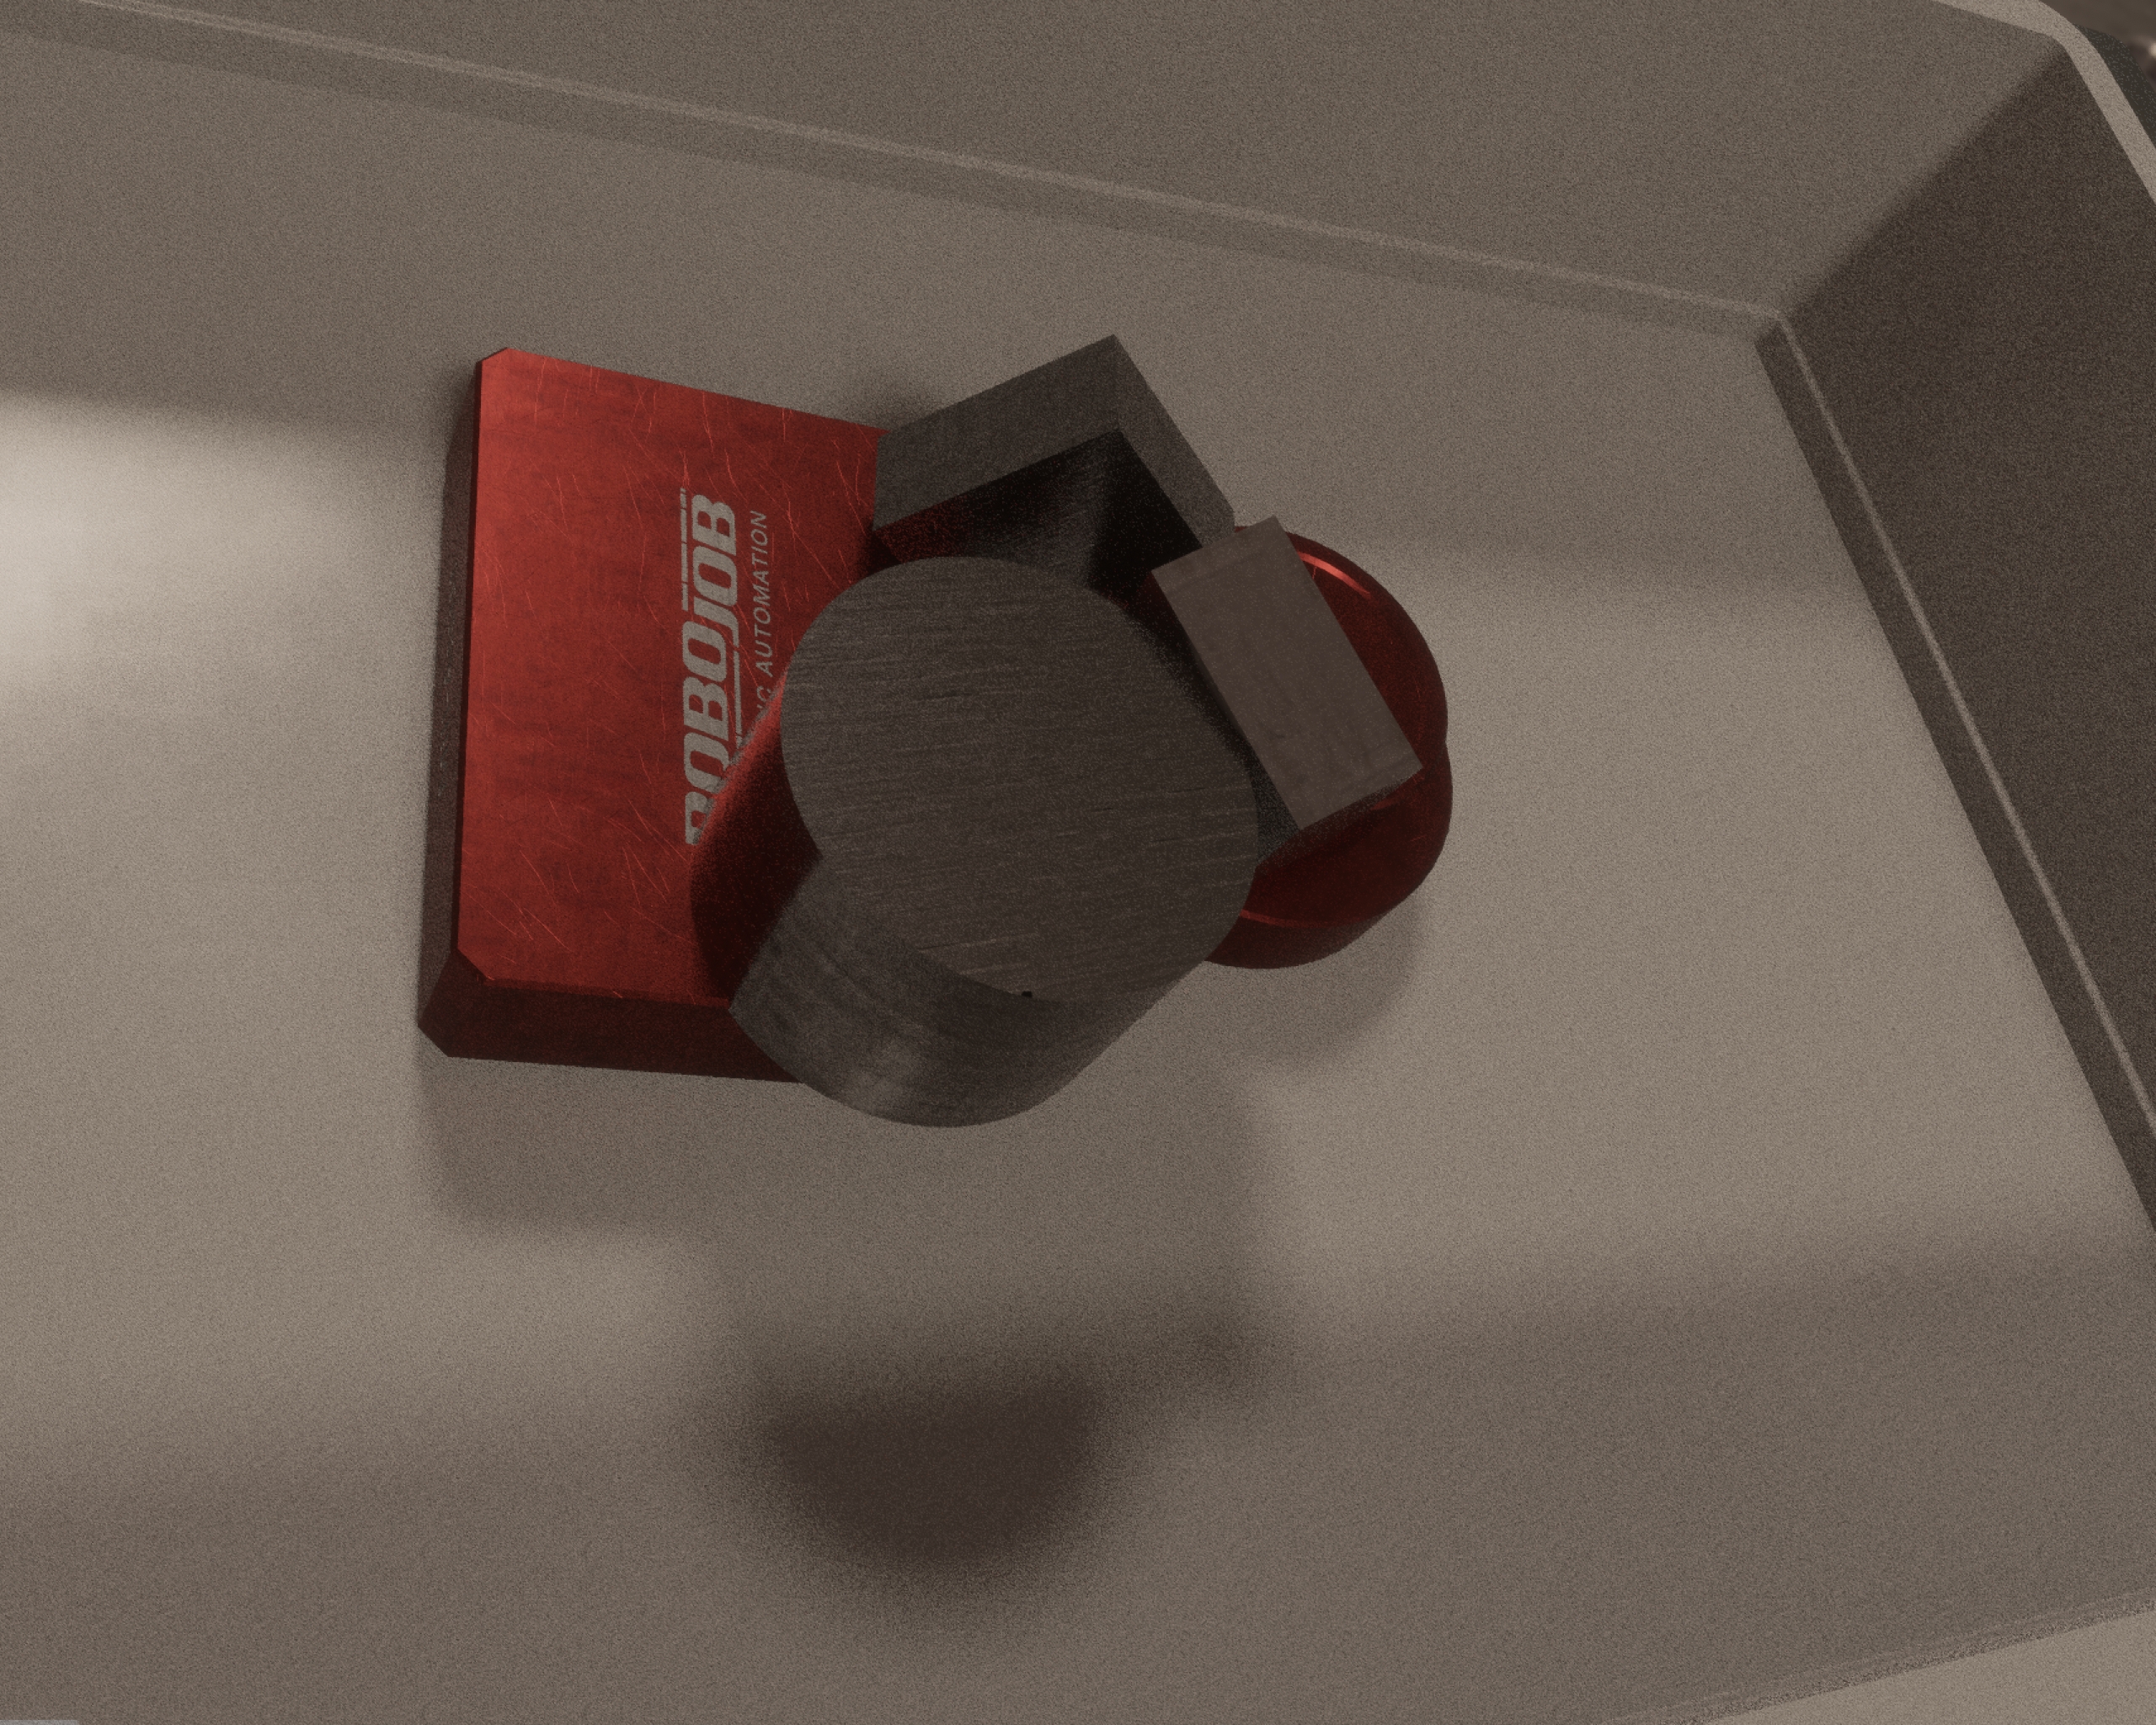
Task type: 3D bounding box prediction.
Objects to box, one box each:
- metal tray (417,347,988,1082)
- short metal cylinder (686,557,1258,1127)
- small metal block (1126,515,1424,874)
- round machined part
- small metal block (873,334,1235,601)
[{"bbox_3d":[-0.068,-0.027,0.378,0.091,0.030,0.130,8,58,-25],"label":"metal tray"},{"bbox_3d":[-0.018,-0.003,0.342,0.081,0.050,0.080,14,56,-21],"label":"short metal cylinder"},{"bbox_3d":[0.030,-0.026,0.371,0.025,0.050,0.050,-27,83,-18],"label":"small metal block"},{"bbox_3d":[0.037,-0.031,0.432,0.099,0.042,0.098,14,56,-21],"label":"round machined part"},{"bbox_3d":[-0.003,-0.065,0.394,0.050,0.050,0.025,47,32,-46],"label":"small metal block"}]
